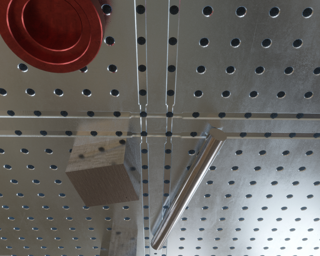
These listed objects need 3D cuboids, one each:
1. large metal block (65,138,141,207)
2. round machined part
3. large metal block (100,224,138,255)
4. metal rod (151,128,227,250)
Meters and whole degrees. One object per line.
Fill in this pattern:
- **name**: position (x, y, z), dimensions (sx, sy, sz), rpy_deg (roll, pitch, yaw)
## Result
- **large metal block**: position (-0.078, 0.066, 0.451), dimensions (0.080, 0.050, 0.080), rpy_deg (-9, 130, 7)
- **round machined part**: position (-0.104, -0.107, 0.308), dimensions (0.099, 0.042, 0.097), rpy_deg (0, 130, 0)
- **large metal block**: position (-0.081, 0.242, 0.580), dimensions (0.050, 0.080, 0.079), rpy_deg (17, 128, -14)
- **metal rod**: position (0.036, 0.118, 0.511), dimensions (0.025, 0.025, 0.298), rpy_deg (13, 129, -11)
